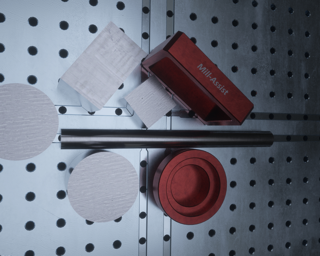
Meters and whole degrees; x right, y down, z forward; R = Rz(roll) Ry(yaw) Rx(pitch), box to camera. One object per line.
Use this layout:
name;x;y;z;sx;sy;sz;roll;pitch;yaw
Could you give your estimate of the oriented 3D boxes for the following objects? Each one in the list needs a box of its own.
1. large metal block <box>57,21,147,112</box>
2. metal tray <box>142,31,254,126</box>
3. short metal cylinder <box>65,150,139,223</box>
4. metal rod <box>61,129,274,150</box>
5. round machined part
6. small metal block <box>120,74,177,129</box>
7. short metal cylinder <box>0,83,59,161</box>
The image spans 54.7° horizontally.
large metal block;-0.070;-0.066;0.357;0.050;0.080;0.080;41;77;-16
metal tray;0.045;-0.056;0.394;0.130;0.090;0.030;42;77;-15
short metal cylinder;-0.071;0.066;0.373;0.081;0.050;0.080;0;90;-20
metal rod;0.024;0.015;0.421;0.302;0.025;0.025;1;90;-20
round machined part;0.037;0.076;0.417;0.099;0.042;0.097;0;90;-20
small metal block;-0.016;-0.034;0.407;0.050;0.025;0.050;-41;103;-15
short metal cylinder;-0.155;-0.006;0.341;0.081;0.050;0.080;0;90;-20
